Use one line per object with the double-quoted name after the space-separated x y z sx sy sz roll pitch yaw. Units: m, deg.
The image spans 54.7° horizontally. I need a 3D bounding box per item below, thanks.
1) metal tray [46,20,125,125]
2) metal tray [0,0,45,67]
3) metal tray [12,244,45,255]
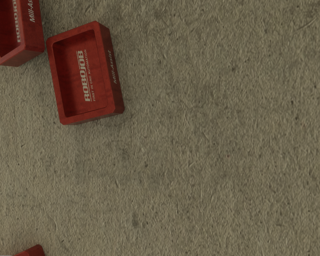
-0.108 -0.075 0.444 0.090 0.030 0.129 -13 86 19 "metal tray"
-0.218 -0.167 0.467 0.090 0.030 0.129 -11 86 39 "metal tray"
-0.229 0.250 0.487 0.130 0.030 0.090 -27 81 17 "metal tray"
